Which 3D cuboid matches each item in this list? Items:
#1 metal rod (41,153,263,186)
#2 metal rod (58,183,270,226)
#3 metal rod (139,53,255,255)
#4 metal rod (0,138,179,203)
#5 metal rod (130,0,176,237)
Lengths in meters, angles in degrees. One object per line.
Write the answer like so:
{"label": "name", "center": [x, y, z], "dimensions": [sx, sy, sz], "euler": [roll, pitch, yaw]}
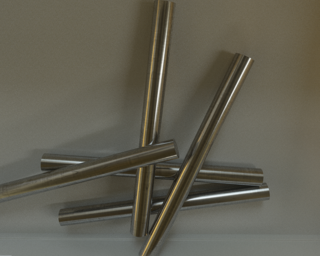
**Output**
{"label": "metal rod", "center": [-0.009, 0.058, 0.431], "dimensions": [0.302, 0.025, 0.025], "euler": [4, 110, -2]}
{"label": "metal rod", "center": [0.005, 0.111, 0.451], "dimensions": [0.302, 0.025, 0.025], "euler": [-8, 110, 2]}
{"label": "metal rod", "center": [0.043, 0.046, 0.406], "dimensions": [0.025, 0.025, 0.298], "euler": [23, 100, -9]}
{"label": "metal rod", "center": [-0.123, 0.064, 0.405], "dimensions": [0.301, 0.025, 0.025], "euler": [-15, 110, 11]}
{"label": "metal rod", "center": [-0.012, -0.001, 0.391], "dimensions": [0.025, 0.025, 0.298], "euler": [6, 104, -3]}
